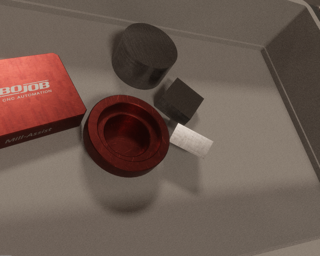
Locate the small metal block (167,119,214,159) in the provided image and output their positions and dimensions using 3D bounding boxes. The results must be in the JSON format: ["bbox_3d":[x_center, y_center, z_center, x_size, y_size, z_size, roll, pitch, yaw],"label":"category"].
[{"bbox_3d":[0.034,0.013,0.399,0.050,0.050,0.025,27,92,-12],"label":"small metal block"}]

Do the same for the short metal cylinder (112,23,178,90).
[{"bbox_3d":[-0.022,-0.101,0.441,0.081,0.050,0.080,14,56,-21],"label":"short metal cylinder"}]

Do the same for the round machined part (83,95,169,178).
[{"bbox_3d":[-0.042,0.013,0.366,0.099,0.042,0.098,14,56,-21],"label":"round machined part"}]

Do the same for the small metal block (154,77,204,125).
[{"bbox_3d":[0.028,-0.037,0.445,0.050,0.025,0.050,39,51,-3],"label":"small metal block"}]

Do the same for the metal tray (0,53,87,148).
[{"bbox_3d":[-0.159,-0.030,0.336,0.131,0.030,0.090,-19,72,-36],"label":"metal tray"}]
